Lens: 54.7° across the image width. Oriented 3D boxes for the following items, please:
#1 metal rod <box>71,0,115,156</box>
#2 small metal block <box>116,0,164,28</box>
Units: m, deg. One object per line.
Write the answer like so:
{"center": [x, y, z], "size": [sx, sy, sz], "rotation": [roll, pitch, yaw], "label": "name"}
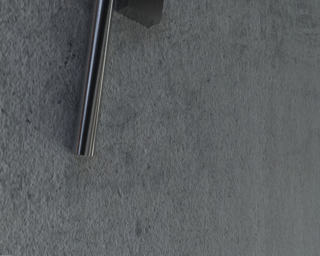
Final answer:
{"center": [-0.067, -0.118, 0.349], "size": [0.025, 0.025, 0.298], "rotation": [11, 83, -40], "label": "metal rod"}
{"center": [-0.023, -0.161, 0.387], "size": [0.050, 0.025, 0.050], "rotation": [14, 81, -40], "label": "small metal block"}
